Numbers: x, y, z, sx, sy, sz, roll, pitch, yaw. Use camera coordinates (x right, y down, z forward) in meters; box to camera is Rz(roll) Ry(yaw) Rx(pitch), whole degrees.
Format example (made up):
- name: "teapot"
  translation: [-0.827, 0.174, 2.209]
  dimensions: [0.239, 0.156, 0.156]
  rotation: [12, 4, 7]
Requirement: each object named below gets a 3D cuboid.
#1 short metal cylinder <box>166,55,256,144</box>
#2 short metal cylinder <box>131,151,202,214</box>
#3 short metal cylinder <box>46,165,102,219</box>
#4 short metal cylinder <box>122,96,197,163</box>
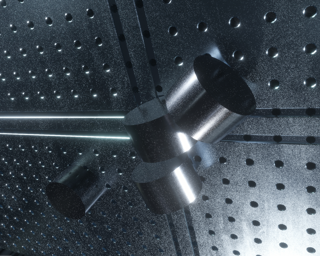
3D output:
- name: "short metal cylinder"
  translation: [0.053, -0.030, 0.328]
  dimensions: [0.080, 0.080, 0.050]
  rotation: [42, 129, -1]
- name: "short metal cylinder"
  translation: [0.009, 0.068, 0.412]
  dimensions: [0.080, 0.080, 0.050]
  rotation: [-14, 111, 33]
- name: "short metal cylinder"
  translation: [-0.149, 0.111, 0.540]
  dimensions: [0.080, 0.050, 0.079]
  rotation: [13, 124, 20]
- name: "short metal cylinder"
  translation: [0.002, -0.001, 0.373]
  dimensions: [0.080, 0.080, 0.050]
  rotation: [-10, 114, 32]
